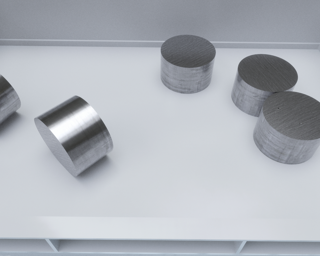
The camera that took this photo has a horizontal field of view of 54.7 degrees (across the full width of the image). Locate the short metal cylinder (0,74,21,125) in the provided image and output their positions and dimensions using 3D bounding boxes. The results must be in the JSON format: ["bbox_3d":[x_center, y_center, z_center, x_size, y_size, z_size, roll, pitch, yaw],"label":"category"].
[{"bbox_3d":[-0.231,-0.039,0.399,0.080,0.080,0.050,23,54,17],"label":"short metal cylinder"}]

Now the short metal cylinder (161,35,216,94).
[{"bbox_3d":[0.041,-0.098,0.472,0.081,0.050,0.080,0,50,0],"label":"short metal cylinder"}]

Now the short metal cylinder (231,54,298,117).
[{"bbox_3d":[0.147,-0.061,0.442,0.081,0.050,0.080,0,50,0],"label":"short metal cylinder"}]

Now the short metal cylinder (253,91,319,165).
[{"bbox_3d":[0.165,-0.001,0.392,0.081,0.050,0.080,0,50,0],"label":"short metal cylinder"}]

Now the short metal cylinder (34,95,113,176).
[{"bbox_3d":[-0.100,0.009,0.360,0.050,0.080,0.080,-37,59,-27],"label":"short metal cylinder"}]
